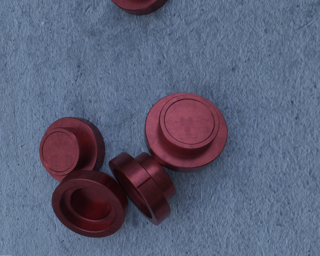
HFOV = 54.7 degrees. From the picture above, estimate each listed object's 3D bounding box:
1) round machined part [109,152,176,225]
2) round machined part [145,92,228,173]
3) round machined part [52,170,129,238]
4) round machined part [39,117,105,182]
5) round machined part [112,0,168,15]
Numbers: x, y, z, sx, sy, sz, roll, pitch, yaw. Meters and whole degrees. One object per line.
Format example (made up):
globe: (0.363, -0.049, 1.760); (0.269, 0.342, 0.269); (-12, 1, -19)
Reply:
round machined part: (-0.018, 0.069, 0.387); (0.042, 0.098, 0.098); (-36, 76, -20)
round machined part: (0.031, 0.000, 0.364); (0.099, 0.042, 0.098); (2, 66, -4)
round machined part: (-0.090, 0.097, 0.418); (0.098, 0.042, 0.097); (4, 117, 8)
round machined part: (-0.133, 0.033, 0.447); (0.098, 0.042, 0.097); (0, 90, 20)
round machined part: (-0.031, -0.205, 0.411); (0.098, 0.042, 0.097); (0, 90, 20)
